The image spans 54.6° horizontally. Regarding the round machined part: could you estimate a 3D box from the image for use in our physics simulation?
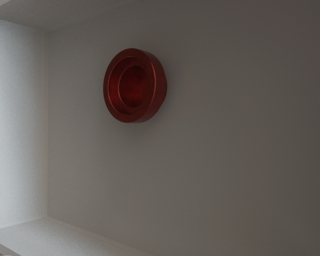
[{"bbox_3d":[-0.029,-0.055,0.421,0.098,0.042,0.097,0,90,40],"label":"round machined part"}]
